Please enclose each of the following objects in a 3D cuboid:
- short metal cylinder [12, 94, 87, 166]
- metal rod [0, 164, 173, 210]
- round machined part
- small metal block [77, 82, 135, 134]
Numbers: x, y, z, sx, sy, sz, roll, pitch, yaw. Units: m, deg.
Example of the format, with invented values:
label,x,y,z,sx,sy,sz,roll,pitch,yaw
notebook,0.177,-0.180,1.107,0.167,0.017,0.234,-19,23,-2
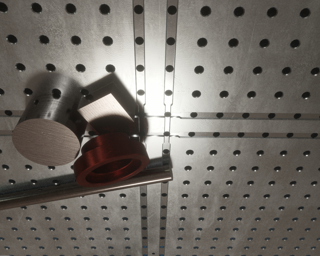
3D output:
label,x,y,z,sx,sy,sz,roll,pitch,yaw
short metal cylinder,-0.138,0.003,0.396,0.081,0.050,0.079,0,130,0
metal rod,-0.129,0.097,0.491,0.301,0.025,0.025,-11,129,9
round machined part,-0.067,0.040,0.416,0.099,0.042,0.098,-18,156,-8
small metal block,-0.067,-0.023,0.391,0.050,0.025,0.050,-24,127,18
